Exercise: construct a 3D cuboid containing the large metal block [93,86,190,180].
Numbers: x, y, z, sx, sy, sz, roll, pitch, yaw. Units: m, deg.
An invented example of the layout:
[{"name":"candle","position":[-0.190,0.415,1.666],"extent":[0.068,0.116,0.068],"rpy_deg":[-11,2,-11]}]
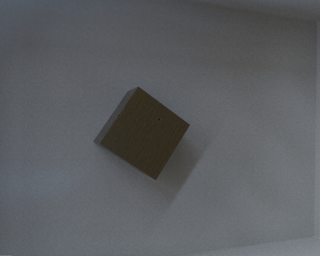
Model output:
[{"name":"large metal block","position":[-0.024,0.007,0.388],"extent":[0.080,0.050,0.080],"rpy_deg":[36,79,-17]}]
